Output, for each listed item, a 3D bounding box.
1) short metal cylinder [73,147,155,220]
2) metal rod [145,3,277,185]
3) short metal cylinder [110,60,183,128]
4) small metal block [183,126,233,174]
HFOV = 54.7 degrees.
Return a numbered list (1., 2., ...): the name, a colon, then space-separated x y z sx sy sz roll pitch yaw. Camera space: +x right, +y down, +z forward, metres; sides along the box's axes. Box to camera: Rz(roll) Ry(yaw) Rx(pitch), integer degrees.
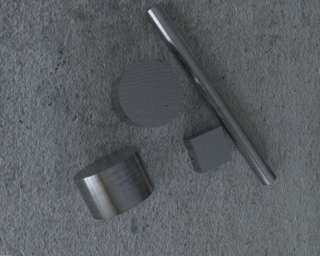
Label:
1. short metal cylinder: -0.052 0.062 0.361 0.081 0.080 0.050 -27 99 -18
2. metal rod: 0.078 -0.039 0.437 0.025 0.025 0.300 -40 103 -16
3. short metal cylinder: -0.018 -0.040 0.389 0.081 0.050 0.080 0 90 -20
4. small metal block: 0.067 0.030 0.434 0.050 0.025 0.050 -23 98 -19
